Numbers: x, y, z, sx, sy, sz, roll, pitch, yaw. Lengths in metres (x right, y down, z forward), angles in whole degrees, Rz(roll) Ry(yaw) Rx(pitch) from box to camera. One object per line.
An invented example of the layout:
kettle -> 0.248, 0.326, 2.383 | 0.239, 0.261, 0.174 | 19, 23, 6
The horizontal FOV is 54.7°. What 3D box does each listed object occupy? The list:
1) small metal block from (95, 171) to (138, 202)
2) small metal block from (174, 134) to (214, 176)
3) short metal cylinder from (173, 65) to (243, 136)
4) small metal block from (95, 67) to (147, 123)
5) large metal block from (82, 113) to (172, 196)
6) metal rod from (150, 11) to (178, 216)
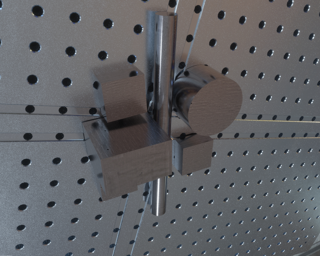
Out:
small metal block -> -0.060, 0.066, 0.421 | 0.050, 0.025, 0.050 | -15, 125, -21
small metal block -> 0.050, 0.038, 0.464 | 0.050, 0.025, 0.050 | -14, 124, -21
short metal cylinder -> 0.060, -0.036, 0.406 | 0.081, 0.050, 0.079 | -14, 125, -21
small metal block -> -0.045, -0.039, 0.364 | 0.050, 0.025, 0.050 | -16, 125, -20
large metal block -> -0.040, 0.024, 0.368 | 0.081, 0.080, 0.050 | -15, 125, -21
metal rod -> 0.002, 0.003, 0.415 | 0.025, 0.025, 0.298 | -12, 124, -22
